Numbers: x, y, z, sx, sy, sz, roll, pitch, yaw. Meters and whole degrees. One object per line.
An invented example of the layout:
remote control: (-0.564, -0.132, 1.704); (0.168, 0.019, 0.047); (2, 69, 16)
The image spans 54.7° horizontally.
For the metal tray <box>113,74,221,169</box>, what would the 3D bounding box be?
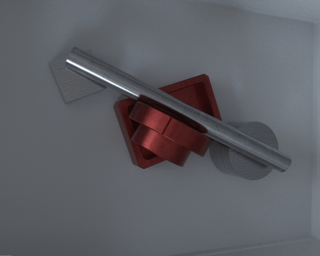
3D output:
metal tray: (0.015, -0.011, 0.412); (0.131, 0.030, 0.090); (-20, 97, -19)

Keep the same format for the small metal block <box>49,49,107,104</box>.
small metal block: (-0.099, -0.062, 0.373); (0.050, 0.025, 0.050); (-23, 98, -19)

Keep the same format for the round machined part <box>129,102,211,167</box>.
round machined part: (0.006, 0.011, 0.360); (0.098, 0.098, 0.042); (29, 88, -18)

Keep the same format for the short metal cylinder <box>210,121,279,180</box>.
short metal cylinder: (0.119, 0.031, 0.441); (0.081, 0.050, 0.079); (0, 90, -21)

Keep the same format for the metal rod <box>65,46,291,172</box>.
metal rod: (0.032, -0.016, 0.378); (0.301, 0.025, 0.025); (26, 81, -12)
